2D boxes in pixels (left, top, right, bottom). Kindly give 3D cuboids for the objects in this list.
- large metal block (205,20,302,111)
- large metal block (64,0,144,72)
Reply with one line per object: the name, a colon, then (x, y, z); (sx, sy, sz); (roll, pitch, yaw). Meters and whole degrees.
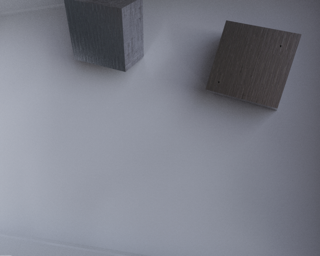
large metal block: (0.107, -0.070, 0.359); (0.080, 0.050, 0.080); (18, 96, 19)
large metal block: (-0.069, -0.128, 0.402); (0.080, 0.050, 0.079); (17, 131, 19)
